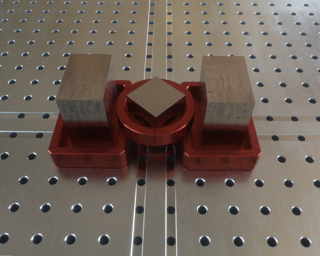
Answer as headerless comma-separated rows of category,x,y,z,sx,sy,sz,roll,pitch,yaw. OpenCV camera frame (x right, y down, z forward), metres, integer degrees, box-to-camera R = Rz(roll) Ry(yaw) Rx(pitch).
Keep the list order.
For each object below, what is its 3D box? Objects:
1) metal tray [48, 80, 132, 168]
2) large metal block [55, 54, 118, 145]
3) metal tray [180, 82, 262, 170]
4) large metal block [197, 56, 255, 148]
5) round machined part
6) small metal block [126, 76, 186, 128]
metal tray,-0.085,-0.010,0.411,0.091,0.030,0.130,1,50,0
large metal block,-0.084,-0.035,0.383,0.050,0.080,0.080,1,50,1
metal tray,0.074,-0.008,0.410,0.091,0.030,0.130,0,50,0
large metal block,0.076,-0.032,0.381,0.050,0.080,0.080,1,50,1
round machined part,-0.005,-0.016,0.398,0.099,0.042,0.098,0,50,0
small metal block,-0.005,-0.031,0.381,0.050,0.025,0.050,37,59,27
